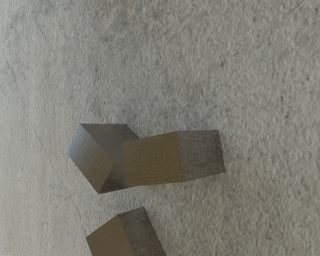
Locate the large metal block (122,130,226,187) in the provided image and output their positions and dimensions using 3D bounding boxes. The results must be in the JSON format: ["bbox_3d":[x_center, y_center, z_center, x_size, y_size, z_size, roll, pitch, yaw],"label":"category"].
[{"bbox_3d":[0.016,0.034,0.354,0.080,0.081,0.050,-13,82,39],"label":"large metal block"}]

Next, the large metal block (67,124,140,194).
[{"bbox_3d":[-0.063,0.037,0.419,0.080,0.081,0.050,43,116,31],"label":"large metal block"}]

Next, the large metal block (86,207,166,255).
[{"bbox_3d":[-0.047,0.167,0.425,0.080,0.050,0.080,-42,65,32],"label":"large metal block"}]
